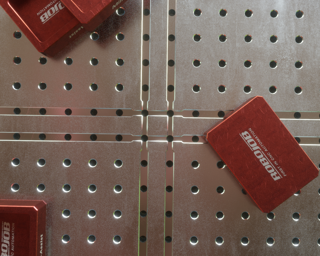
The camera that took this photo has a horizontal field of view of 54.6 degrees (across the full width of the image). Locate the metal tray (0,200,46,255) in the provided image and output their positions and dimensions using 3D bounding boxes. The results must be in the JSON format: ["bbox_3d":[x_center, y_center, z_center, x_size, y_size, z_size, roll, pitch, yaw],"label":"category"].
[{"bbox_3d":[-0.202,0.163,0.409,0.090,0.030,0.129,1,90,0],"label":"metal tray"}]

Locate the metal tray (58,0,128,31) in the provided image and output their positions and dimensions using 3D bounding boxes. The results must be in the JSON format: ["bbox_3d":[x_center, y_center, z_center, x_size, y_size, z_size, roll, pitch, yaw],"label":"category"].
[{"bbox_3d":[-0.071,-0.196,0.379,0.130,0.030,0.090,-42,90,-2],"label":"metal tray"}]

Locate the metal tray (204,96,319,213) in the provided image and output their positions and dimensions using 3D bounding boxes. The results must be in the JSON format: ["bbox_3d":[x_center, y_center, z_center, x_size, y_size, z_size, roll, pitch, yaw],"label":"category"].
[{"bbox_3d":[0.132,0.034,0.412,0.090,0.030,0.130,-37,90,0],"label":"metal tray"}]

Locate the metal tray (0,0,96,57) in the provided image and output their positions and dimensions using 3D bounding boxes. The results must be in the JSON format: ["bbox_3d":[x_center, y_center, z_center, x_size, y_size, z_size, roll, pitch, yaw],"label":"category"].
[{"bbox_3d":[-0.130,-0.169,0.409,0.130,0.030,0.090,-39,90,0],"label":"metal tray"}]
